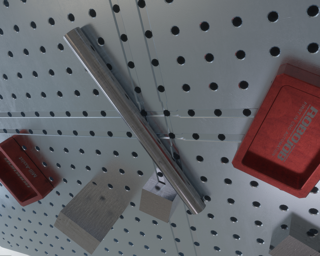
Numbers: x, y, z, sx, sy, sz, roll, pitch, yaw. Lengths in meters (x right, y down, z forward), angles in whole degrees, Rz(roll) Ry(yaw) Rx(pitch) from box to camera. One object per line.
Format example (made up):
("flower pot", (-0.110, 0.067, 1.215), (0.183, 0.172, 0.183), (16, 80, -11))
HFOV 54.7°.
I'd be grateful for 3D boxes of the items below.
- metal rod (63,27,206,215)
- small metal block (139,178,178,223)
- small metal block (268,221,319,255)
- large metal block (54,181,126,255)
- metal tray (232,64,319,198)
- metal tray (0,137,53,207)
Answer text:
("metal rod", (-0.028, -0.002, 0.424), (0.025, 0.025, 0.299), (-27, 104, 37))
("small metal block", (-0.002, 0.113, 0.483), (0.050, 0.025, 0.050), (21, 126, 16))
("small metal block", (0.183, 0.160, 0.414), (0.050, 0.025, 0.050), (30, 128, 9))
("large metal block", (-0.119, 0.152, 0.533), (0.080, 0.080, 0.050), (36, 129, 4))
("metal tray", (0.145, 0.008, 0.336), (0.090, 0.030, 0.129), (25, 128, 12))
("metal tray", (-0.282, 0.090, 0.612), (0.090, 0.030, 0.130), (-26, 105, 37))
